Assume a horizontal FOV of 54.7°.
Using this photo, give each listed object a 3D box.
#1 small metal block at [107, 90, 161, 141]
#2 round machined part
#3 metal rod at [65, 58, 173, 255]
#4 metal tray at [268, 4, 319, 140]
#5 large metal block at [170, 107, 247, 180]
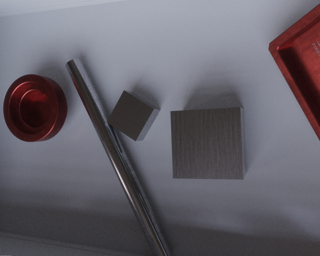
[{"bbox_3d":[-0.036,-0.017,0.422,0.050,0.025,0.050,33,100,16],"label":"small metal block"},{"bbox_3d":[-0.180,-0.028,0.463,0.098,0.042,0.097,0,90,19],"label":"round machined part"},{"bbox_3d":[-0.060,0.037,0.430,0.025,0.025,0.299,-29,81,17],"label":"metal rod"},{"bbox_3d":[0.180,-0.056,0.317,0.130,0.030,0.090,65,149,8],"label":"metal tray"},{"bbox_3d":[0.060,0.018,0.376,0.080,0.050,0.079,-2,89,19],"label":"large metal block"}]
